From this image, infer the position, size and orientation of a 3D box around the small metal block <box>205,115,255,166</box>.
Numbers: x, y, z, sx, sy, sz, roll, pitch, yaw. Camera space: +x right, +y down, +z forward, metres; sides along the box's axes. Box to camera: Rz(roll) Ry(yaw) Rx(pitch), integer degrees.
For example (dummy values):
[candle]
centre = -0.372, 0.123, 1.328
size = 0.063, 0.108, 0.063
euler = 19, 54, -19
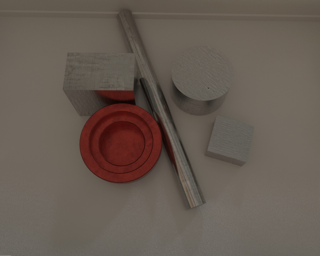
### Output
[small metal block]
centre = 0.091, 0.017, 0.405
size = 0.050, 0.025, 0.050
euler = 16, 71, 5

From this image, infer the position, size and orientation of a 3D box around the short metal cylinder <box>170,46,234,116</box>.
[short metal cylinder]
centre = 0.055, -0.063, 0.420
size = 0.081, 0.050, 0.080
euler = 0, 70, 0

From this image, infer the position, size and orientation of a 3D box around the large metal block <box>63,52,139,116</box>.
[large metal block]
centre = -0.071, -0.053, 0.399
size = 0.081, 0.080, 0.050
euler = 0, 70, 0

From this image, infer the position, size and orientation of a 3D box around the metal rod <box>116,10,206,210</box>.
[metal rod]
centre = -0.005, -0.038, 0.423
size = 0.025, 0.025, 0.299
euler = -18, 71, -7

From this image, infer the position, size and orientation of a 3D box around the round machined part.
[round machined part]
centre = -0.047, 0.021, 0.389
size = 0.099, 0.042, 0.098
euler = 0, 75, -1
